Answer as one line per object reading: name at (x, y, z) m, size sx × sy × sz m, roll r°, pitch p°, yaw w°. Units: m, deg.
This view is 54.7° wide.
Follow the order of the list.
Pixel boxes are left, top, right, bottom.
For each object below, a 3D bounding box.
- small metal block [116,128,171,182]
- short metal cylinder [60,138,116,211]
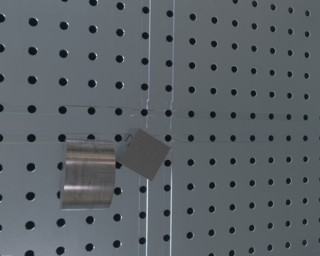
small metal block at (-0.022, 0.034, 0.404) m, size 0.050 × 0.025 × 0.050 m, roll 33°, pitch 79°, yaw -17°
short metal cylinder at (-0.084, 0.052, 0.352) m, size 0.050 × 0.080 × 0.080 m, roll 5°, pitch 89°, yaw -20°
